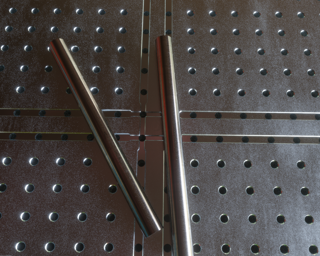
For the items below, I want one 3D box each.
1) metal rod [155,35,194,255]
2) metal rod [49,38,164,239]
[{"bbox_3d":[0.016,0.010,0.408,0.025,0.025,0.299,-4,70,-2],"label":"metal rod"},{"bbox_3d":[-0.079,0.001,0.410,0.025,0.025,0.299,-27,73,-10],"label":"metal rod"}]
